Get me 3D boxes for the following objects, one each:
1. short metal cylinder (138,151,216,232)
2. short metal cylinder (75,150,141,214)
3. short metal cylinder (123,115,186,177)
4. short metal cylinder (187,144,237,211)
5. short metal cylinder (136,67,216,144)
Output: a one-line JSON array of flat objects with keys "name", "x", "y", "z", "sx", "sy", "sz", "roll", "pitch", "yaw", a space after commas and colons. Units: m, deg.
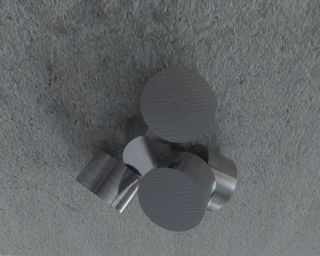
[{"name": "short metal cylinder", "x": 0.021, "y": 0.074, "z": 0.367, "sx": 0.080, "sy": 0.050, "sz": 0.079, "roll": 7, "pitch": 110, "yaw": 21}, {"name": "short metal cylinder", "x": -0.069, "y": 0.074, "z": 0.427, "sx": 0.080, "sy": 0.050, "sz": 0.080, "roll": 33, "pitch": 164, "yaw": 11}, {"name": "short metal cylinder", "x": -0.007, "y": 0.021, "z": 0.410, "sx": 0.081, "sy": 0.050, "sz": 0.079, "roll": -1, "pitch": 130, "yaw": 0}, {"name": "short metal cylinder", "x": 0.060, "y": 0.069, "z": 0.431, "sx": 0.050, "sy": 0.080, "sz": 0.080, "roll": 28, "pitch": 125, "yaw": -22}, {"name": "short metal cylinder", "x": 0.015, "y": -0.022, "z": 0.346, "sx": 0.081, "sy": 0.080, "sz": 0.050, "roll": 10, "pitch": 173, "yaw": -9}]
